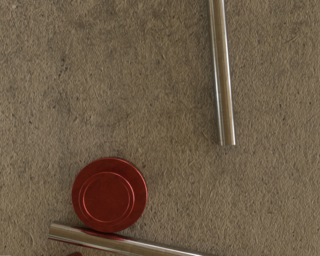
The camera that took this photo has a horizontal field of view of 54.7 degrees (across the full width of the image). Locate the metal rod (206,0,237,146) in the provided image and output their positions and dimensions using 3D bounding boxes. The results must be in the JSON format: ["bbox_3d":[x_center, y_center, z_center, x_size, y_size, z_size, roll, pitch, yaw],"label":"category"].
[{"bbox_3d":[0.077,-0.126,0.410,0.025,0.025,0.298,-5,90,-1],"label":"metal rod"}]

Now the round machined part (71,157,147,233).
[{"bbox_3d":[-0.066,0.088,0.401,0.099,0.042,0.097,0,90,-1],"label":"round machined part"}]

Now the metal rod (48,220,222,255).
[{"bbox_3d":[0.005,0.166,0.410,0.302,0.025,0.025,12,90,-1],"label":"metal rod"}]

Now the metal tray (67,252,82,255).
[{"bbox_3d":[-0.152,0.232,0.405,0.131,0.030,0.090,-22,90,-1],"label":"metal tray"}]
